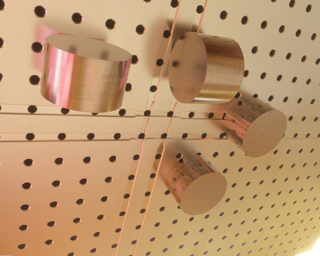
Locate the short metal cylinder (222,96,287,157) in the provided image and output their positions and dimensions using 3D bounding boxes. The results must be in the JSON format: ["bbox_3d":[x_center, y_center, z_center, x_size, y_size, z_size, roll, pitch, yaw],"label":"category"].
[{"bbox_3d":[0.143,-0.002,0.472,0.081,0.050,0.079,-14,124,-21],"label":"short metal cylinder"}]

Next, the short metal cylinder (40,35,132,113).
[{"bbox_3d":[-0.072,-0.055,0.302,0.081,0.080,0.050,1,118,-29],"label":"short metal cylinder"}]

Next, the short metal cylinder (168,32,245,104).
[{"bbox_3d":[0.051,-0.068,0.361,0.050,0.080,0.079,-1,119,-28],"label":"short metal cylinder"}]

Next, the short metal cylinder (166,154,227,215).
[{"bbox_3d":[0.056,0.087,0.479,0.081,0.050,0.079,-14,124,-21],"label":"short metal cylinder"}]
